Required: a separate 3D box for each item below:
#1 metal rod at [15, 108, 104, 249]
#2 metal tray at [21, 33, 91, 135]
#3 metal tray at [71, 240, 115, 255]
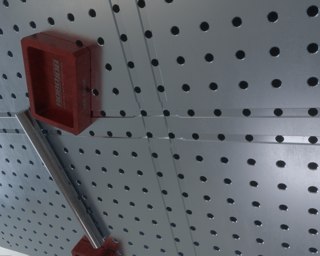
[{"bbox_3d":[-0.176,0.102,0.566,0.025,0.025,0.299,-9,114,32],"label":"metal rod"},{"bbox_3d":[-0.147,-0.061,0.447,0.090,0.030,0.129,20,126,16],"label":"metal tray"},{"bbox_3d":[-0.135,0.307,0.668,0.090,0.030,0.129,9,123,23],"label":"metal tray"}]
